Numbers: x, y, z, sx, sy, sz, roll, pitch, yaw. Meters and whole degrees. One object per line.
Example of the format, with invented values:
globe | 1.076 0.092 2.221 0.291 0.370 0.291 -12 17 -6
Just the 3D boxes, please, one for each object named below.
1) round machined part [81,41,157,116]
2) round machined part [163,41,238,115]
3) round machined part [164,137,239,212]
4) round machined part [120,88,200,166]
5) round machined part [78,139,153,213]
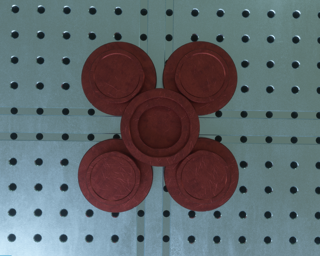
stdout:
round machined part | -0.054 -0.064 0.403 0.099 0.042 0.097 0 90 -1
round machined part | 0.053 -0.065 0.405 0.099 0.042 0.097 0 90 -1
round machined part | 0.055 0.061 0.405 0.099 0.042 0.097 0 90 -1
round machined part | 0.000 -0.001 0.403 0.099 0.042 0.097 0 90 -1
round machined part | -0.058 0.063 0.405 0.099 0.042 0.097 0 90 -1
